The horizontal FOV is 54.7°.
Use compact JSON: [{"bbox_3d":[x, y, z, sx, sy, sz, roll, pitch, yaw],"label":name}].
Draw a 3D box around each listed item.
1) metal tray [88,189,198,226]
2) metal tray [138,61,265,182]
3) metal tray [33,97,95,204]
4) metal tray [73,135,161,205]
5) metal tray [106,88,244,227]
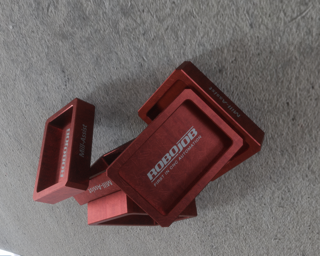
[{"bbox_3d":[-0.022,0.114,0.433,0.090,0.131,0.030,-27,59,37],"label":"metal tray"},{"bbox_3d":[0.048,-0.005,0.376,0.130,0.030,0.090,43,129,-3],"label":"metal tray"},{"bbox_3d":[-0.134,0.032,0.436,0.090,0.130,0.030,-27,142,36],"label":"metal tray"},{"bbox_3d":[-0.057,0.053,0.428,0.130,0.090,0.030,-27,104,37],"label":"metal tray"},{"bbox_3d":[0.016,0.031,0.346,0.090,0.030,0.130,44,84,-3],"label":"metal tray"}]
